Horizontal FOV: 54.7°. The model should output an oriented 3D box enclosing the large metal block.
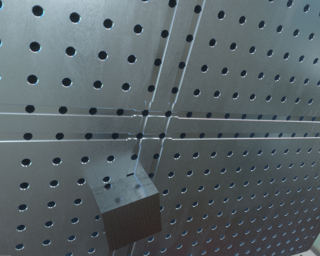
[{"bbox_3d":[-0.046,0.119,0.445,0.081,0.050,0.079,-16,125,-20],"label":"large metal block"}]
